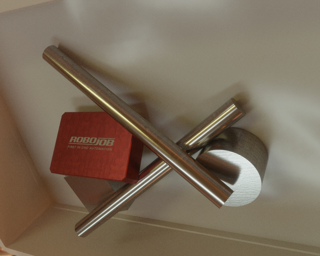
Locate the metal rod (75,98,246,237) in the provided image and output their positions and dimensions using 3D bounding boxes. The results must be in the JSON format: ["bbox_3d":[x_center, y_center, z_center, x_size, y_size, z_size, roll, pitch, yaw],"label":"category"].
[{"bbox_3d":[-0.015,0.065,0.406,0.299,0.025,0.025,-41,95,25],"label":"metal rod"}]

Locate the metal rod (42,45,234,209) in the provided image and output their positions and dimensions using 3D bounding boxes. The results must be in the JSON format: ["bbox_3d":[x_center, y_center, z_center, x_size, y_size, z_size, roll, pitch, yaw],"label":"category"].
[{"bbox_3d":[-0.039,-0.012,0.380,0.300,0.025,0.025,39,130,17],"label":"metal rod"}]

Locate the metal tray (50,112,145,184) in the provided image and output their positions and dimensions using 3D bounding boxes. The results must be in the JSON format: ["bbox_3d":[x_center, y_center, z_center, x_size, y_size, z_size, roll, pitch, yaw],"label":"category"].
[{"bbox_3d":[-0.086,0.024,0.426,0.130,0.030,0.090,1,75,29],"label":"metal tray"}]

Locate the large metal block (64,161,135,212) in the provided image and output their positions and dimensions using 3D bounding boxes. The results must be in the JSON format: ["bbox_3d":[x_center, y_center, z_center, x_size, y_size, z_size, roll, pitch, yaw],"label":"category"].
[{"bbox_3d":[-0.088,0.086,0.484,0.080,0.050,0.080,-21,108,35],"label":"large metal block"}]

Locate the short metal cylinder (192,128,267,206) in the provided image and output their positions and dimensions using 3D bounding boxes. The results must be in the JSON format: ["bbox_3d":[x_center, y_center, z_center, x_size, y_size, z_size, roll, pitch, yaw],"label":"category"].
[{"bbox_3d":[0.085,0.047,0.373,0.080,0.050,0.079,13,124,20],"label":"short metal cylinder"}]
